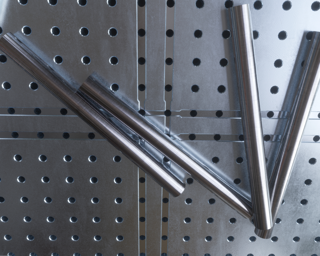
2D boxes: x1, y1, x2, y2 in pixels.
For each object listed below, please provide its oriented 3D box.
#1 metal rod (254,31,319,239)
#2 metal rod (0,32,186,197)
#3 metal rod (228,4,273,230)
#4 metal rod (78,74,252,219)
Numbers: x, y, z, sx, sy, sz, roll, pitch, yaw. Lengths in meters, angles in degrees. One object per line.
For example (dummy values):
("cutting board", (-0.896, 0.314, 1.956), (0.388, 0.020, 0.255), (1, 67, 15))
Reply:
("metal rod", (0.178, 0.023, 0.424), (0.025, 0.025, 0.298), (7, 110, -3))
("metal rod", (-0.080, -0.008, 0.409), (0.300, 0.025, 0.025), (42, 104, -15))
("metal rod", (0.120, -0.002, 0.403), (0.025, 0.025, 0.298), (-10, 106, 3))
("metal rod", (0.019, 0.033, 0.425), (0.301, 0.025, 0.025), (39, 105, -14))
